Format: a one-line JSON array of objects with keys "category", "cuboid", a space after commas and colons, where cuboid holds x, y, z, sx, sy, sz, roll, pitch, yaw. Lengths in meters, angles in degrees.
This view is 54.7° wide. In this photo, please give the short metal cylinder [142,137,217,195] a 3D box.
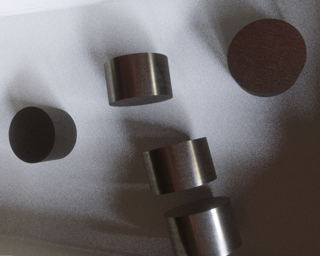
[{"category": "short metal cylinder", "cuboid": [0.023, 0.045, 0.373, 0.080, 0.080, 0.050, -16, 85, 19]}]

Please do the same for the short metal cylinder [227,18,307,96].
[{"category": "short metal cylinder", "cuboid": [0.121, -0.077, 0.354, 0.080, 0.050, 0.079, 0, 90, 19]}]

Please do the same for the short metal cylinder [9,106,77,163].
[{"category": "short metal cylinder", "cuboid": [-0.172, 0.010, 0.456, 0.080, 0.050, 0.079, 0, 90, 19]}]

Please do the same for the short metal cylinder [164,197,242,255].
[{"category": "short metal cylinder", "cuboid": [0.050, 0.117, 0.363, 0.080, 0.080, 0.050, -16, 85, 19]}]

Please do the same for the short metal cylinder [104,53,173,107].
[{"category": "short metal cylinder", "cuboid": [-0.027, -0.058, 0.390, 0.080, 0.080, 0.050, -8, 87, 19]}]
